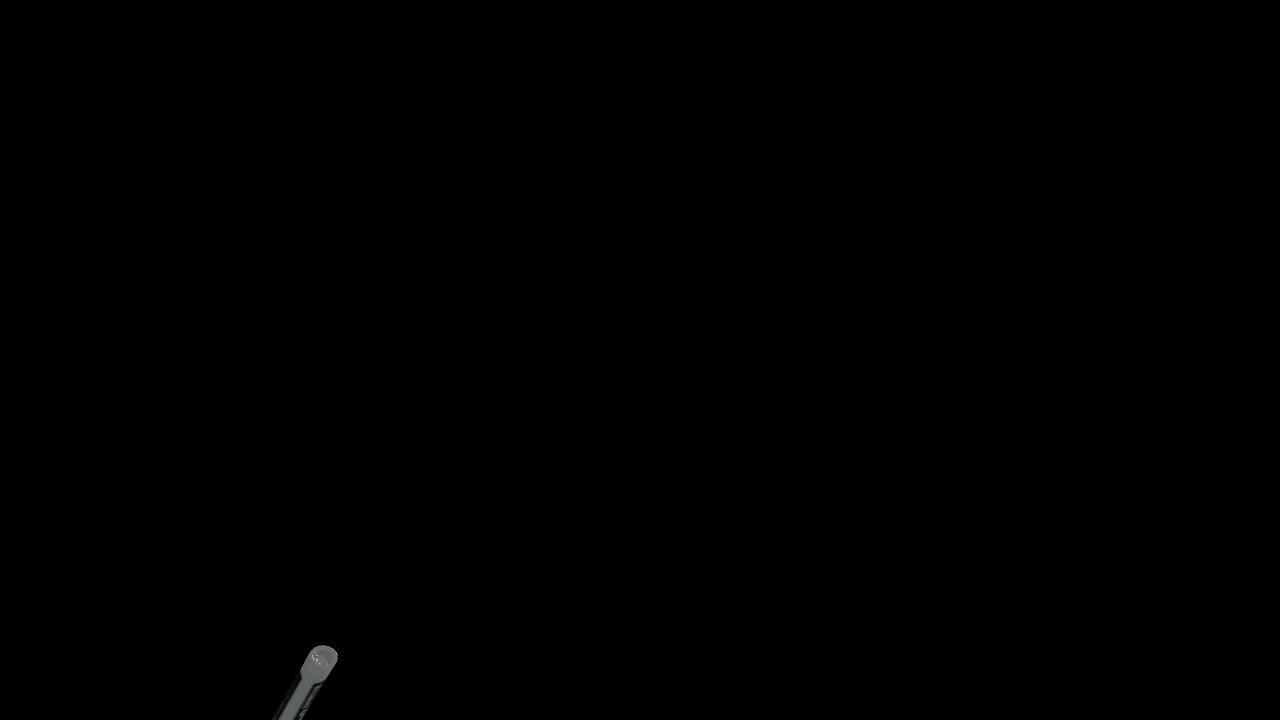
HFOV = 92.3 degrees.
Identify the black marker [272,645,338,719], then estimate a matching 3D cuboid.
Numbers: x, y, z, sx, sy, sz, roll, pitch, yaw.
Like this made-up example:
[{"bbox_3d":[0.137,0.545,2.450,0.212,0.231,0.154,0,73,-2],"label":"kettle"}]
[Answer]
[{"bbox_3d":[-0.246,0.250,0.429,0.020,0.121,0.020,31,12,-8],"label":"black marker"}]
